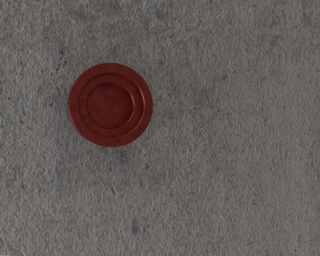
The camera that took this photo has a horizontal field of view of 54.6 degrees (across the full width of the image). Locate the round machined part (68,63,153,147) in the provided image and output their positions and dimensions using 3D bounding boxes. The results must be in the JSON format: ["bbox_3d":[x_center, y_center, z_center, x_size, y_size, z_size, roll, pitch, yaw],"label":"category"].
[{"bbox_3d":[-0.062,-0.027,0.377,0.099,0.042,0.097,0,90,-20],"label":"round machined part"}]
